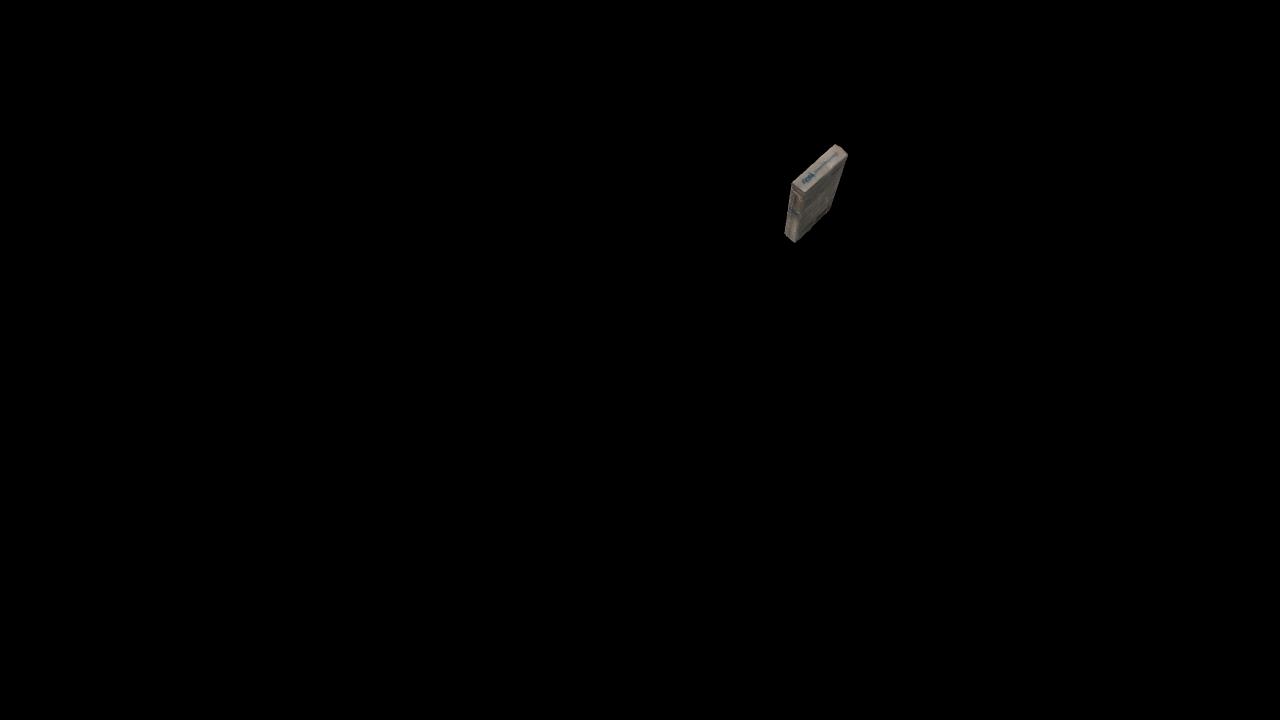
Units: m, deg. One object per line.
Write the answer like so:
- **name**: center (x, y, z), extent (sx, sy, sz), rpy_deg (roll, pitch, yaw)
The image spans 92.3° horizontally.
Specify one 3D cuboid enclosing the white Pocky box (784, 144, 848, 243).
- **white Pocky box**: center (0.250, -0.235, 0.889), extent (0.084, 0.028, 0.154), rpy_deg (-43, -16, -3)
